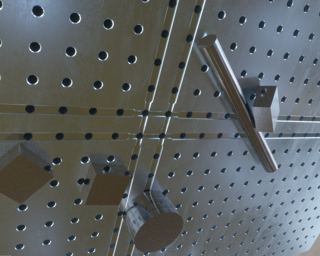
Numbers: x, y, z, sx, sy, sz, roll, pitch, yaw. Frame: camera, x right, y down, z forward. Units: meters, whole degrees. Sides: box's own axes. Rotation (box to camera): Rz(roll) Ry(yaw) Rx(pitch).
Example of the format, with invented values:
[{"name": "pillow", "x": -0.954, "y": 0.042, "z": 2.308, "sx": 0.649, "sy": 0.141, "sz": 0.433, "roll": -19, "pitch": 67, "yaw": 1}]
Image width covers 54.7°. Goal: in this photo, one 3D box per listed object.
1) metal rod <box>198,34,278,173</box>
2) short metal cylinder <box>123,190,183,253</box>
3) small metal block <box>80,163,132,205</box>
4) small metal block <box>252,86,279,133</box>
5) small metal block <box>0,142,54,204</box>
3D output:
[{"name": "metal rod", "x": 0.131, "y": -0.017, "z": 0.474, "sx": 0.025, "sy": 0.025, "sz": 0.300, "roll": -40, "pitch": 130, "yaw": -1}, {"name": "short metal cylinder", "x": -0.011, "y": 0.144, "z": 0.480, "sx": 0.081, "sy": 0.050, "sz": 0.079, "roll": -14, "pitch": 124, "yaw": -21}, {"name": "small metal block", "x": -0.074, "y": 0.077, "z": 0.420, "sx": 0.050, "sy": 0.025, "sz": 0.050, "roll": 10, "pitch": 113, "yaw": -33}, {"name": "small metal block", "x": 0.161, "y": -0.029, "z": 0.468, "sx": 0.050, "sy": 0.025, "sz": 0.050, "roll": -59, "pitch": 140, "yaw": -37}, {"name": "small metal block", "x": -0.161, "y": 0.052, "z": 0.356, "sx": 0.050, "sy": 0.025, "sz": 0.050, "roll": -40, "pitch": 130, "yaw": -1}]
